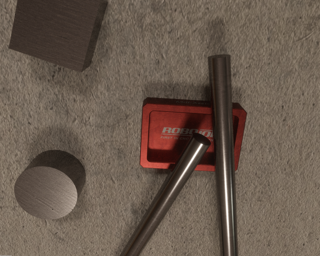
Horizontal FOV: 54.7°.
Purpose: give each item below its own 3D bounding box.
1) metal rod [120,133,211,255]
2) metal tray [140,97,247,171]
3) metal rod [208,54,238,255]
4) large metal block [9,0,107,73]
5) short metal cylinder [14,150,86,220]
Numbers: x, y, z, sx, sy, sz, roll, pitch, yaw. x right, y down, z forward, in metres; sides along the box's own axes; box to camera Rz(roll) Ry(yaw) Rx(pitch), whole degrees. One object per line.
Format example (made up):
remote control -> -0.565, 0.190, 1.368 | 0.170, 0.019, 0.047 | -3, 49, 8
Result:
metal rod -> -0.013, 0.132, 0.438 | 0.025, 0.025, 0.298 | 24, 116, -9
metal tray -> 0.041, 0.010, 0.411 | 0.131, 0.030, 0.089 | 3, 110, -2
metal rod -> 0.084, 0.058, 0.399 | 0.025, 0.025, 0.298 | -7, 110, 2
large metal block -> -0.113, -0.118, 0.351 | 0.080, 0.050, 0.079 | 18, 109, -7
short metal cylinder -> -0.147, 0.076, 0.423 | 0.081, 0.050, 0.079 | 0, 110, -1
